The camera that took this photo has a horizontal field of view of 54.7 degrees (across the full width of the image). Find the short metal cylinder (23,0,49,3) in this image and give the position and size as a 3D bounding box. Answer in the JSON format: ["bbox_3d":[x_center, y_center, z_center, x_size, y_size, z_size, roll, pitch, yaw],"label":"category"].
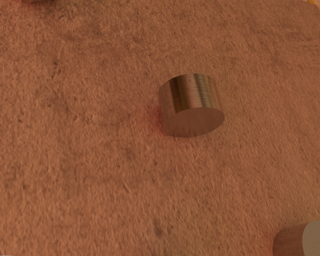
[{"bbox_3d":[-0.162,-0.212,0.411,0.050,0.080,0.080,-29,78,-38],"label":"short metal cylinder"}]

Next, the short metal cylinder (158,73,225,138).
[{"bbox_3d":[0.040,-0.027,0.409,0.081,0.080,0.050,6,59,-26],"label":"short metal cylinder"}]

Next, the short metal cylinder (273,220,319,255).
[{"bbox_3d":[0.193,0.164,0.394,0.081,0.050,0.080,14,56,-21],"label":"short metal cylinder"}]
